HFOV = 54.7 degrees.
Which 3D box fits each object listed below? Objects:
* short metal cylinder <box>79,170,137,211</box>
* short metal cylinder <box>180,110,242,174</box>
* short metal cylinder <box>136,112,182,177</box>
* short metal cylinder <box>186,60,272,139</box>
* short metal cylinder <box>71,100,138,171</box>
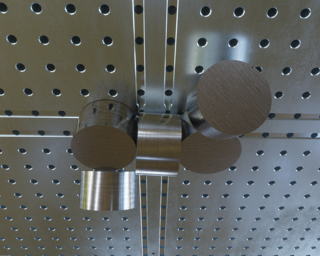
[{"bbox_3d":[-0.073,0.085,0.440,0.081,0.050,0.080,1,174,0],"label":"short metal cylinder"},{"bbox_3d":[0.062,0.015,0.408,0.081,0.050,0.079,0,130,0],"label":"short metal cylinder"},{"bbox_3d":[-0.003,0.021,0.393,0.050,0.080,0.079,4,130,-4],"label":"short metal cylinder"},{"bbox_3d":[0.074,-0.029,0.343,0.081,0.080,0.050,7,171,-6],"label":"short metal cylinder"},{"bbox_3d":[-0.070,0.011,0.402,0.081,0.050,0.079,0,130,0],"label":"short metal cylinder"}]
